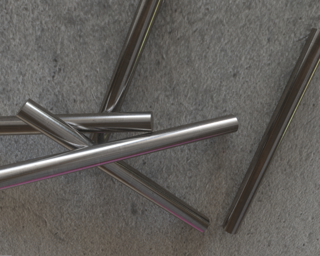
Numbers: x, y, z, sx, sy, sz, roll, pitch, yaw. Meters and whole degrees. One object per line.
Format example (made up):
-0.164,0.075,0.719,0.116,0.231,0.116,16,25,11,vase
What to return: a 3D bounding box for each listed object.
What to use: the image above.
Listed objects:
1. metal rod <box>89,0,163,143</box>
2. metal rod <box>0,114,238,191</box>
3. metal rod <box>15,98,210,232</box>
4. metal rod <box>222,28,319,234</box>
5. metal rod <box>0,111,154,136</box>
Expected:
-0.037,-0.085,0.377,0.025,0.025,0.298,21,109,-8,metal rod
-0.043,0.025,0.362,0.302,0.025,0.025,-13,111,-19,metal rod
-0.043,0.061,0.401,0.301,0.025,0.025,38,106,-25,metal rod
0.150,0.018,0.418,0.025,0.025,0.298,16,109,-6,metal rod
-0.159,-0.004,0.389,0.302,0.025,0.025,-2,110,6,metal rod
